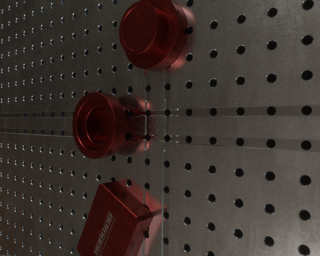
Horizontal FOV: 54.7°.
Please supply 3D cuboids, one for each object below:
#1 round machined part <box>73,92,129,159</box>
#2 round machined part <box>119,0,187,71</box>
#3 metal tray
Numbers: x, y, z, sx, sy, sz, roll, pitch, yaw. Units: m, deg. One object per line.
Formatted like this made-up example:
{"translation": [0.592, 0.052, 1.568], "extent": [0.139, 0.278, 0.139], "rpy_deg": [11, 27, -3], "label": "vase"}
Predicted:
{"translation": [-0.085, -0.004, 0.466], "extent": [0.098, 0.042, 0.097], "rpy_deg": [0, 90, 39], "label": "round machined part"}
{"translation": [-0.016, -0.127, 0.410], "extent": [0.098, 0.042, 0.097], "rpy_deg": [0, 90, 39], "label": "round machined part"}
{"translation": [-0.072, 0.157, 0.463], "extent": [0.090, 0.030, 0.129], "rpy_deg": [33, 110, 34], "label": "metal tray"}
